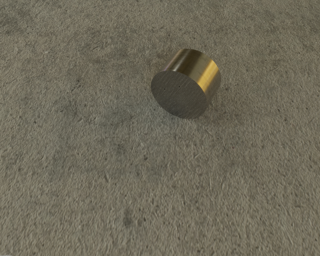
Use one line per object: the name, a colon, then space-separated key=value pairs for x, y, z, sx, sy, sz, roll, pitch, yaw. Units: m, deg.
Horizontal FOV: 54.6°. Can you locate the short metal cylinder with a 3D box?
short metal cylinder: x=0.035 y=-0.058 z=0.417 sx=0.080 sy=0.080 sz=0.050 roll=22 pitch=54 yaw=17
